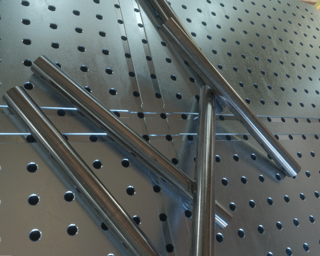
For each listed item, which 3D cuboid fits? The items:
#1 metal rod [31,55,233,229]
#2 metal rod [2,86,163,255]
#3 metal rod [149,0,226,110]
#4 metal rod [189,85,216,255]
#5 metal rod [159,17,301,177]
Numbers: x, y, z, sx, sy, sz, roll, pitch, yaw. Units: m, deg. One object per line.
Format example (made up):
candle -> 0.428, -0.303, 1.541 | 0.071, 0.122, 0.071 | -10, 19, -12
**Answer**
metal rod -> -0.033, 0.018, 0.380 | 0.300, 0.025, 0.025 | 40, 51, -1
metal rod -> -0.065, 0.074, 0.328 | 0.300, 0.025, 0.025 | 49, 51, 6
metal rod -> 0.035, -0.159, 0.526 | 0.025, 0.025, 0.299 | -21, 73, -36
metal rod -> 0.056, 0.048, 0.382 | 0.025, 0.025, 0.300 | 24, 44, -14
metal rod -> 0.108, -0.042, 0.466 | 0.300, 0.025, 0.025 | 48, 50, -7
